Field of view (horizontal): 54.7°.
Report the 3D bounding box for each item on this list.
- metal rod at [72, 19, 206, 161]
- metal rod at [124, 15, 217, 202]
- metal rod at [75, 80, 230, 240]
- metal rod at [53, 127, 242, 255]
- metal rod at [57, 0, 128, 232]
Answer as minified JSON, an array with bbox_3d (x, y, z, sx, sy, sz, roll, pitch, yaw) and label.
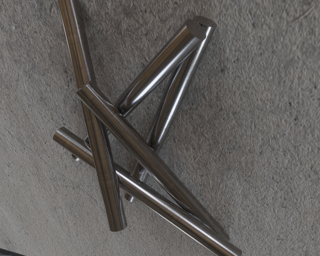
[{"bbox_3d":[-0.048,-0.026,0.399,0.025,0.025,0.299,46,134,-4],"label":"metal rod"},{"bbox_3d":[0.000,0.000,0.406,0.025,0.025,0.298,30,128,9],"label":"metal rod"},{"bbox_3d":[0.001,0.059,0.412,0.025,0.025,0.300,-25,114,37],"label":"metal rod"},{"bbox_3d":[-0.023,0.090,0.429,0.301,0.025,0.025,33,129,9],"label":"metal rod"},{"bbox_3d":[-0.084,-0.009,0.398,0.025,0.025,0.298,-5,102,30],"label":"metal rod"}]
